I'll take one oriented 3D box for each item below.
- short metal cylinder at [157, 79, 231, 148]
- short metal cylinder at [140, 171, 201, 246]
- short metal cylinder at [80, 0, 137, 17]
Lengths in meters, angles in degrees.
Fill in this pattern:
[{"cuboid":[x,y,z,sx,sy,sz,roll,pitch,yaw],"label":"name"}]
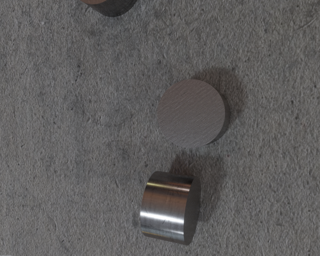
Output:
[{"cuboid":[0.043,-0.017,0.380,0.080,0.050,0.080,0,90,20],"label":"short metal cylinder"},{"cuboid":[0.016,0.095,0.374,0.050,0.080,0.079,5,92,20],"label":"short metal cylinder"},{"cuboid":[-0.073,-0.199,0.422,0.080,0.050,0.080,0,90,20],"label":"short metal cylinder"}]
